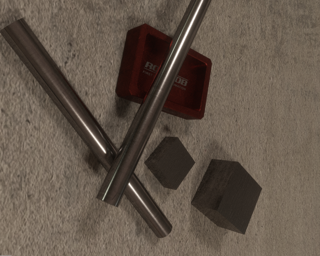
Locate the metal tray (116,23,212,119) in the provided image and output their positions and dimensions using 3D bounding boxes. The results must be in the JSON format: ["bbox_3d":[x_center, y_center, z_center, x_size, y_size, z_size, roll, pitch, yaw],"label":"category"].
[{"bbox_3d":[0.011,-0.069,0.412,0.131,0.030,0.090,16,80,-39],"label":"metal tray"}]

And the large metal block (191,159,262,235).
[{"bbox_3d":[0.105,0.105,0.480,0.080,0.050,0.080,45,63,-31],"label":"large metal block"}]

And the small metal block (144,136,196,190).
[{"bbox_3d":[0.014,0.047,0.419,0.050,0.025,0.050,-50,120,-28],"label":"small metal block"}]

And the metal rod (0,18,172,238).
[{"bbox_3d":[-0.067,0.020,0.350,0.025,0.025,0.299,-47,118,-30],"label":"metal rod"}]

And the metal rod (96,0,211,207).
[{"bbox_3d":[0.003,-0.052,0.368,0.025,0.025,0.300,37,67,-34],"label":"metal rod"}]
